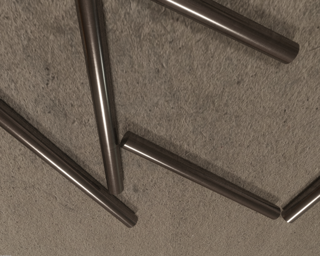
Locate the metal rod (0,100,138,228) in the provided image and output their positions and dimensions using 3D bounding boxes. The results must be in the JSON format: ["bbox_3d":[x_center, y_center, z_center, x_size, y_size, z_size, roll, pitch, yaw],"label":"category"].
[{"bbox_3d":[-0.129,0.068,0.463,0.025,0.025,0.300,-26,126,20],"label":"metal rod"}]

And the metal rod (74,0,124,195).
[{"bbox_3d":[-0.070,-0.018,0.390,0.025,0.025,0.298,0,130,0],"label":"metal rod"}]

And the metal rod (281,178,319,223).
[{"bbox_3d":[0.282,0.051,0.455,0.025,0.025,0.298,18,128,-15],"label":"metal rod"}]

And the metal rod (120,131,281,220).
[{"bbox_3d":[0.075,0.080,0.476,0.301,0.025,0.025,28,125,-23],"label":"metal rod"}]

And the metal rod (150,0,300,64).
[{"bbox_3d":[0.007,-0.129,0.296,0.302,0.025,0.025,19,127,-16],"label":"metal rod"}]
